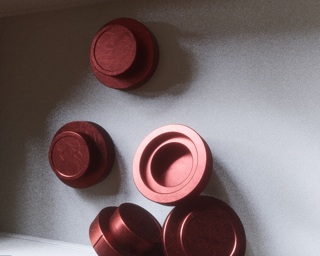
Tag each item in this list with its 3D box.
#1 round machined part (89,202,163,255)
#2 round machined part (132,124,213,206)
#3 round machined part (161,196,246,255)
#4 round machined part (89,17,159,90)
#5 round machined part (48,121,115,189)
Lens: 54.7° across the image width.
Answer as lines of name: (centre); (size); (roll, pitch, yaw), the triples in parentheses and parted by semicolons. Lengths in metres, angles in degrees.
round machined part: (-0.034, 0.131, 0.384); (0.098, 0.098, 0.042); (39, 103, 16)
round machined part: (0.019, 0.048, 0.382); (0.098, 0.042, 0.098); (-12, 62, 24)
round machined part: (0.053, 0.127, 0.357); (0.099, 0.042, 0.098); (3, 68, -8)
round machined part: (-0.054, -0.102, 0.421); (0.098, 0.042, 0.097); (0, 90, 20)
round machined part: (-0.118, 0.039, 0.443); (0.098, 0.042, 0.097); (0, 90, 20)
